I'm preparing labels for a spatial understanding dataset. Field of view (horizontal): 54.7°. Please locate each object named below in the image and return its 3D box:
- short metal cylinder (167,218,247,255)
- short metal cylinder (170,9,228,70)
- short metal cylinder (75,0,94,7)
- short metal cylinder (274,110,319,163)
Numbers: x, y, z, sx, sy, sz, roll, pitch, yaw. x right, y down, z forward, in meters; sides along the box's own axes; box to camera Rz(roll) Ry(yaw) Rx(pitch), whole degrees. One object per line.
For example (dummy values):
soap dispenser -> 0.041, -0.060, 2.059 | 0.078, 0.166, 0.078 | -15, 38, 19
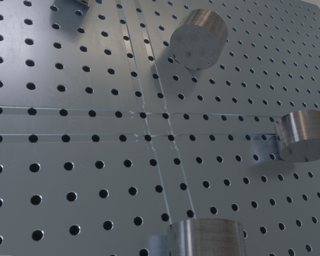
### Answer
short metal cylinder -> 0.048, 0.129, 0.320 | 0.081, 0.080, 0.050 | 13, 56, -21
short metal cylinder -> 0.062, -0.139, 0.491 | 0.080, 0.080, 0.050 | 33, 52, -7
short metal cylinder -> -0.112, -0.226, 0.450 | 0.050, 0.080, 0.080 | 25, 53, -14
short metal cylinder -> 0.225, 0.015, 0.485 | 0.081, 0.080, 0.050 | 15, 56, -20
